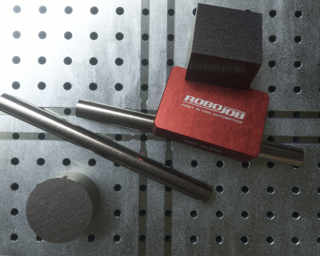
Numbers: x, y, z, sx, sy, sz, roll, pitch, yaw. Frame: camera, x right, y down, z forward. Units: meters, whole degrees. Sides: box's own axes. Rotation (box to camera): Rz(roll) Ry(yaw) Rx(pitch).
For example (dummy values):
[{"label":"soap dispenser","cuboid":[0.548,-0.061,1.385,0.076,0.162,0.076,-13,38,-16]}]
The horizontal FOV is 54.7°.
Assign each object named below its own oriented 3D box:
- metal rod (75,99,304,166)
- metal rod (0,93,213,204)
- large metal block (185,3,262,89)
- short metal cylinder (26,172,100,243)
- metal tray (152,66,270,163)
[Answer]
[{"label":"metal rod","cuboid":[0.039,0.006,0.413,0.302,0.025,0.025,13,90,0]},{"label":"metal rod","cuboid":[-0.072,0.027,0.412,0.301,0.025,0.025,24,90,0]},{"label":"large metal block","cuboid":[0.079,-0.102,0.386,0.080,0.050,0.080,10,63,0]},{"label":"short metal cylinder","cuboid":[-0.122,0.100,0.400,0.081,0.050,0.079,0,90,0]},{"label":"metal tray","cuboid":[0.065,-0.018,0.394,0.131,0.030,0.090,17,69,1]}]
